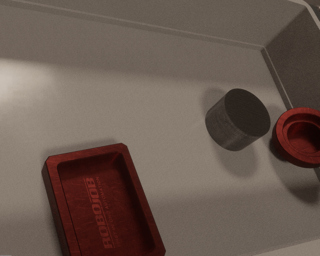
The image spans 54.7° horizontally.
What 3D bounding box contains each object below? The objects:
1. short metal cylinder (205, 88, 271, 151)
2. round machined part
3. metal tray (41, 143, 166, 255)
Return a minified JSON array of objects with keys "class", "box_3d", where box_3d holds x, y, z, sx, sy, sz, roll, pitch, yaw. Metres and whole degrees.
[{"class":"short metal cylinder","box_3d":[0.115,-0.012,0.461,0.081,0.050,0.080,14,56,-21]},{"class":"round machined part","box_3d":[0.228,0.019,0.493,0.099,0.042,0.098,-1,62,2]},{"class":"metal tray","box_3d":[-0.059,0.085,0.319,0.091,0.030,0.130,-10,67,-33]}]
